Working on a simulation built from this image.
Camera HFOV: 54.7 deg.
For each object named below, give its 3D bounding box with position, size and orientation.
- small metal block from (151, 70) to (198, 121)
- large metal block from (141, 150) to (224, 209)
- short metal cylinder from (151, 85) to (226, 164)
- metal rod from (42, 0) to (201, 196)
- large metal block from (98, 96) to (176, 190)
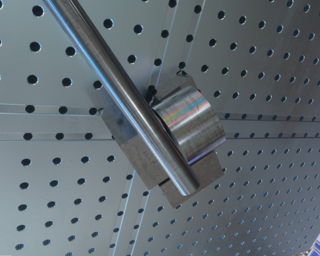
[{"bbox_3d":[0.024,-0.038,0.403,0.050,0.025,0.050,-36,130,-5],"label":"small metal block"},{"bbox_3d":[0.025,0.046,0.417,0.080,0.080,0.050,-33,129,-7],"label":"large metal block"},{"bbox_3d":[0.031,-0.002,0.360,0.050,0.080,0.080,-32,129,-8],"label":"short metal cylinder"},{"bbox_3d":[-0.048,-0.054,0.285,0.025,0.025,0.299,-36,108,-5],"label":"metal rod"},{"bbox_3d":[-0.023,0.014,0.374,0.050,0.080,0.080,-33,129,-7],"label":"large metal block"}]
